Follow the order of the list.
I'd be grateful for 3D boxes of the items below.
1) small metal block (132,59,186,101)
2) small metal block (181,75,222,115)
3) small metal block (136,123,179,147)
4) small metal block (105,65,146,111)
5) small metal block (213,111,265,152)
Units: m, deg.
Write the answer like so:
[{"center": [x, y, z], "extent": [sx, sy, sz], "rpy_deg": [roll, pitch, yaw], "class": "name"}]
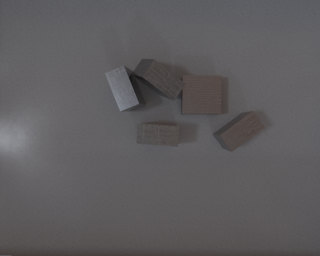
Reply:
[{"center": [-0.003, -0.062, 0.391], "extent": [0.050, 0.050, 0.025], "rpy_deg": [34, 90, -24], "class": "small metal block"}, {"center": [0.054, -0.043, 0.412], "extent": [0.050, 0.025, 0.050], "rpy_deg": [1, 90, -1], "class": "small metal block"}, {"center": [-0.003, 0.008, 0.399], "extent": [0.050, 0.050, 0.025], "rpy_deg": [4, 90, -1], "class": "small metal block"}, {"center": [-0.043, -0.049, 0.397], "extent": [0.025, 0.050, 0.050], "rpy_deg": [-22, 90, 7], "class": "small metal block"}, {"center": [0.100, 0.004, 0.400], "extent": [0.050, 0.050, 0.025], "rpy_deg": [-36, 90, 0], "class": "small metal block"}]
